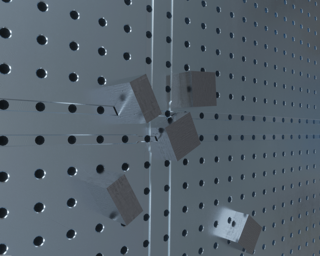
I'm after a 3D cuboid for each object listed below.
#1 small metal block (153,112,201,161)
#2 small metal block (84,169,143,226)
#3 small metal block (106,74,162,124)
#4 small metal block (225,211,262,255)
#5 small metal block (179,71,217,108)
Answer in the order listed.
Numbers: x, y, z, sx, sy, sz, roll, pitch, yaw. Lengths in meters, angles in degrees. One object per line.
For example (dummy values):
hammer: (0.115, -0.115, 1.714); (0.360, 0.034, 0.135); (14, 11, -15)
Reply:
small metal block: (0.024, 0.011, 0.428); (0.050, 0.025, 0.050); (-32, 110, -35)
small metal block: (-0.052, 0.076, 0.348); (0.025, 0.050, 0.050); (-37, 113, -34)
small metal block: (-0.031, -0.033, 0.366); (0.025, 0.050, 0.050); (-35, 112, -34)
small metal block: (0.144, 0.179, 0.528); (0.050, 0.025, 0.050); (44, 63, -31)
small metal block: (0.056, -0.056, 0.455); (0.050, 0.025, 0.050); (-6, 94, -40)
